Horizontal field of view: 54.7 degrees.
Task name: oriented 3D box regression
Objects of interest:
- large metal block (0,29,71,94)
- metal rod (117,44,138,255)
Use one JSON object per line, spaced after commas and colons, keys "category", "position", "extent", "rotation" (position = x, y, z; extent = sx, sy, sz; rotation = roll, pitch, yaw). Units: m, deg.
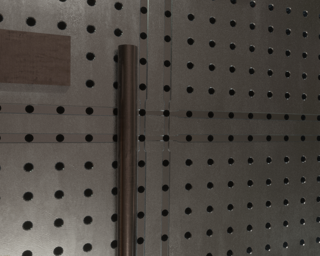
{"category": "large metal block", "position": [-0.141, -0.067, 0.332], "extent": [0.081, 0.080, 0.050], "rotation": [0, 90, -20]}
{"category": "metal rod", "position": [-0.042, 0.045, 0.397], "extent": [0.025, 0.025, 0.298], "rotation": [0, 90, -20]}
